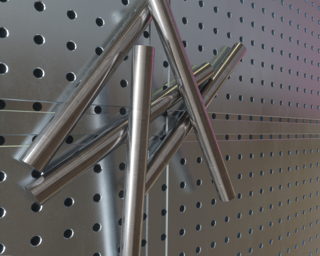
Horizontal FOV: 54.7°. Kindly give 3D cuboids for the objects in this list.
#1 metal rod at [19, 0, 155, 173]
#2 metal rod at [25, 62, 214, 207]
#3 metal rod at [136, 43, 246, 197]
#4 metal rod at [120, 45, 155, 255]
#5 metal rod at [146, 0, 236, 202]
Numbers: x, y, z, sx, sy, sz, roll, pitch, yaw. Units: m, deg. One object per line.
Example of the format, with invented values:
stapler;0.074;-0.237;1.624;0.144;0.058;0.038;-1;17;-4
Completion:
metal rod;-0.057;-0.081;0.362;0.025;0.025;0.300;45;63;-31
metal rod;-0.027;-0.010;0.388;0.302;0.025;0.025;-38;114;-34
metal rod;0.053;-0.028;0.455;0.301;0.025;0.025;-53;121;-27
metal rod;-0.029;0.057;0.362;0.025;0.025;0.298;-1;99;-40
metal rod;0.047;-0.030;0.416;0.025;0.025;0.299;-35;112;-35
